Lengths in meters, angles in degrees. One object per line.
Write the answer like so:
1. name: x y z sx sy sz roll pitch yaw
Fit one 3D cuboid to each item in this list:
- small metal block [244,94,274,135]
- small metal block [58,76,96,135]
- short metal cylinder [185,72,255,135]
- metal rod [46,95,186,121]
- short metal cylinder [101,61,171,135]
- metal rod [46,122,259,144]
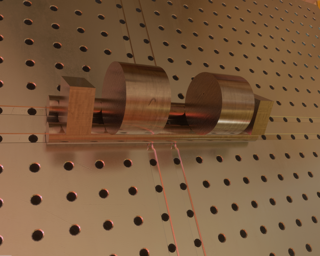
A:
1. small metal block: 0.130 -0.022 0.446 0.025 0.050 0.050 0 21 -28
2. small metal block: -0.090 -0.025 0.330 0.025 0.050 0.050 1 20 -28
3. short metal cylinder: 0.075 -0.031 0.404 0.050 0.080 0.080 1 62 -28
4. metal rod: 0.005 -0.023 0.425 0.303 0.025 0.025 1 62 -28
5. short metal cylinder: -0.029 -0.032 0.348 0.050 0.080 0.080 1 62 -28
6. metal rod: 0.010 0.007 0.409 0.303 0.025 0.025 1 62 -28
